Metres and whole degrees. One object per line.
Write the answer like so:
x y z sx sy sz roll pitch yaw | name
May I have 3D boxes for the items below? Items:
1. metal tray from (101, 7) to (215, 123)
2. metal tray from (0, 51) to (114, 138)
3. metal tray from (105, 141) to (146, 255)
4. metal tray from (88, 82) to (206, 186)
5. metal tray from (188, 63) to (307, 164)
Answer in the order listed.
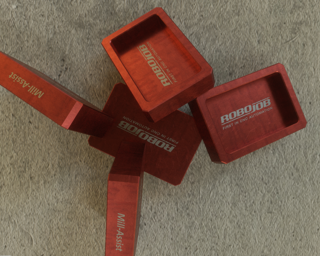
-0.005 -0.081 0.379 0.090 0.030 0.130 -31 61 -1 | metal tray
-0.127 -0.038 0.362 0.130 0.090 0.030 31 90 16 | metal tray
-0.039 0.091 0.359 0.030 0.090 0.129 6 111 0 | metal tray
-0.016 0.008 0.408 0.131 0.030 0.090 26 90 -1 | metal tray
0.112 -0.019 0.394 0.131 0.030 0.090 -22 90 -15 | metal tray
